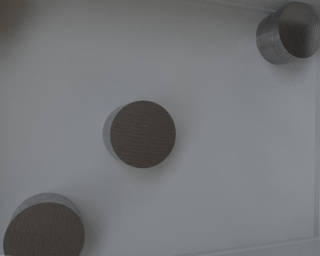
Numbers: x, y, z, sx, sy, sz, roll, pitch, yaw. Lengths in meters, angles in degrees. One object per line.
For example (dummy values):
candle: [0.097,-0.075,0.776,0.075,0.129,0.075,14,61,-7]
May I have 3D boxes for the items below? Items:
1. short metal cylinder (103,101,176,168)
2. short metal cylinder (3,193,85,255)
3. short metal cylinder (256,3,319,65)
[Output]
short metal cylinder: [-0.027,0.007,0.387,0.081,0.050,0.080,0,90,-20]
short metal cylinder: [-0.129,0.118,0.350,0.081,0.050,0.080,0,90,-20]
short metal cylinder: [0.194,-0.140,0.468,0.081,0.050,0.080,0,90,-20]
